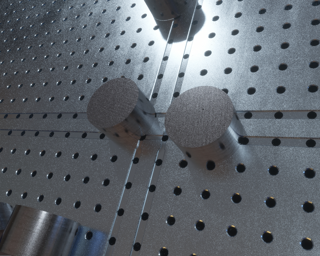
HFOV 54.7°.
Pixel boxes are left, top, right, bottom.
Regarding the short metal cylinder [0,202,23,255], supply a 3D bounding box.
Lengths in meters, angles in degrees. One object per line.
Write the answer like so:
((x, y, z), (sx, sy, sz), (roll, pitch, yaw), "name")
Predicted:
((-0.220, 0.143, 0.398), (0.080, 0.080, 0.050), (-46, 51, -4), "short metal cylinder")

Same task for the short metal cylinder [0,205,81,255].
((-0.141, 0.128, 0.367), (0.080, 0.080, 0.050), (2, 63, 29), "short metal cylinder")

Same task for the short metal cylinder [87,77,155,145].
((-0.054, -0.023, 0.433), (0.080, 0.050, 0.080), (-13, 56, 20), "short metal cylinder")

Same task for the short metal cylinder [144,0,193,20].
((0.011, -0.231, 0.527), (0.080, 0.050, 0.080), (-13, 56, 20), "short metal cylinder")

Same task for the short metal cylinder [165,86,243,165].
((0.052, -0.003, 0.366), (0.080, 0.050, 0.080), (-13, 56, 20), "short metal cylinder")
